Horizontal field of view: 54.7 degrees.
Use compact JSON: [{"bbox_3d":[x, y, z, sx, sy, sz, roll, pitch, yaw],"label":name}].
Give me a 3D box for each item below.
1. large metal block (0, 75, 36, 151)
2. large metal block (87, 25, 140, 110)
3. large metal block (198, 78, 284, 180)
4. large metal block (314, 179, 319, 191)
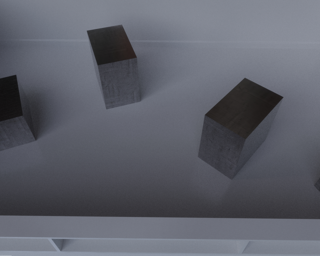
[{"bbox_3d":[-0.215,-0.016,0.401,0.081,0.050,0.080,-17,52,-14],"label":"large metal block"},{"bbox_3d":[-0.065,-0.087,0.442,0.050,0.080,0.080,-14,52,-12],"label":"large metal block"},{"bbox_3d":[0.093,0.001,0.369,0.050,0.080,0.080,34,58,25],"label":"large metal block"},{"bbox_3d":[0.229,0.046,0.332,0.081,0.080,0.050,-21,53,-17],"label":"large metal block"}]
